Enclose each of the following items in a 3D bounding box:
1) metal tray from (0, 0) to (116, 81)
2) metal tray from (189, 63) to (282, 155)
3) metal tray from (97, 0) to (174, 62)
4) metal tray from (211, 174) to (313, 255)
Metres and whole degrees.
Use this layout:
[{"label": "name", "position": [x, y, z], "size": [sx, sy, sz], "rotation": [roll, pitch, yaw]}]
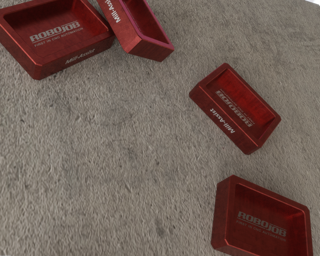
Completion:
[{"label": "metal tray", "position": [-0.134, -0.126, 0.405], "size": [0.090, 0.030, 0.131], "rotation": [47, 51, 5]}, {"label": "metal tray", "position": [0.119, -0.033, 0.483], "size": [0.130, 0.030, 0.091], "rotation": [47, 51, 4]}, {"label": "metal tray", "position": [-0.040, -0.163, 0.455], "size": [0.091, 0.030, 0.130], "rotation": [-3, 61, -56]}, {"label": "metal tray", "position": [0.132, 0.125, 0.394], "size": [0.131, 0.030, 0.090], "rotation": [24, 53, -14]}]
